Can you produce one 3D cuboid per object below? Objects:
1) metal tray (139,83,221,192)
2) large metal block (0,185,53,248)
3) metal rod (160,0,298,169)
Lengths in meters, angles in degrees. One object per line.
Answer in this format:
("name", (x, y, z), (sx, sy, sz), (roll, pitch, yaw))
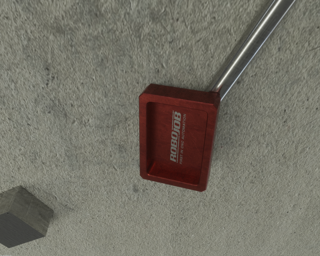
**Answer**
("metal tray", (0.022, 0.015, 0.388), (0.090, 0.030, 0.129), (10, 123, 13))
("large metal block", (-0.242, 0.149, 0.514), (0.080, 0.050, 0.080), (-22, 127, 17))
("metal rod", (0.071, -0.048, 0.367), (0.025, 0.025, 0.298), (20, 127, -17))
